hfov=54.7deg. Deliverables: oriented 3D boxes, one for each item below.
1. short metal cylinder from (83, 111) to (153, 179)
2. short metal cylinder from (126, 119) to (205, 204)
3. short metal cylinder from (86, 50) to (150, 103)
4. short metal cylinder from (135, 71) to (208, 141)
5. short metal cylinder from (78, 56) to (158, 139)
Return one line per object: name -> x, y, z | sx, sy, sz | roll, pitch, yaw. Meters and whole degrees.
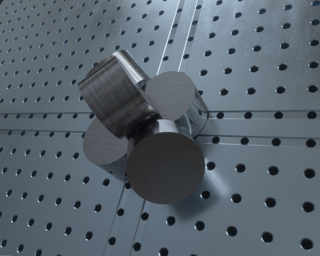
short metal cylinder -> -0.052, 0.020, 0.405 | 0.080, 0.050, 0.080 | -13, 56, 20
short metal cylinder -> 0.004, 0.035, 0.339 | 0.080, 0.080, 0.050 | -35, 16, 5
short metal cylinder -> -0.059, -0.062, 0.431 | 0.080, 0.080, 0.050 | -39, 85, 1
short metal cylinder -> 0.015, -0.026, 0.398 | 0.080, 0.050, 0.080 | -13, 56, 20
short metal cylinder -> -0.046, -0.034, 0.351 | 0.050, 0.080, 0.080 | -36, 52, 4
